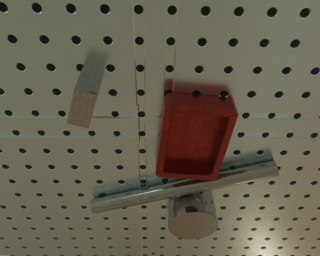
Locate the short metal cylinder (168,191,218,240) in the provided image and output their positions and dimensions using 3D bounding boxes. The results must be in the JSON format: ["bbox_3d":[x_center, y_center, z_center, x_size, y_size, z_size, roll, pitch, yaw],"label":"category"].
[{"bbox_3d":[0.053,0.143,0.518,0.081,0.050,0.079,0,130,0],"label":"short metal cylinder"}]

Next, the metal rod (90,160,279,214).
[{"bbox_3d":[0.032,0.096,0.494,0.301,0.025,0.025,-14,129,11],"label":"metal rod"}]

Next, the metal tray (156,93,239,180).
[{"bbox_3d":[0.045,0.016,0.422,0.091,0.030,0.129,4,130,-4],"label":"metal tray"}]

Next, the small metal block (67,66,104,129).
[{"bbox_3d":[-0.087,-0.036,0.363,0.025,0.050,0.050,15,128,-13],"label":"small metal block"}]
